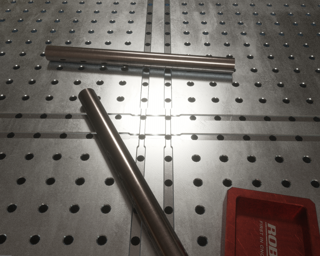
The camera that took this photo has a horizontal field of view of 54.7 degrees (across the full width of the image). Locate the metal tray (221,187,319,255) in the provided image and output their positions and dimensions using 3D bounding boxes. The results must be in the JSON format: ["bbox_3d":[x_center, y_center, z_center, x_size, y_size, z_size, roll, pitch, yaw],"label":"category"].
[{"bbox_3d":[0.106,0.127,0.299,0.090,0.030,0.130,8,50,6],"label":"metal tray"}]

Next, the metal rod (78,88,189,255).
[{"bbox_3d":[-0.035,0.054,0.361,0.025,0.025,0.300,-22,54,-18],"label":"metal rod"}]

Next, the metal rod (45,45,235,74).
[{"bbox_3d":[-0.033,-0.111,0.500,0.302,0.025,0.025,5,50,3],"label":"metal rod"}]
